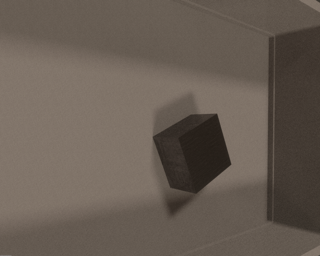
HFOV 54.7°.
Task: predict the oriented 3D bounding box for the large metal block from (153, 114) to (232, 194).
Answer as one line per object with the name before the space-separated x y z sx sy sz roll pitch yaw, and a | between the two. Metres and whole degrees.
large metal block | 0.047 0.032 0.432 0.081 0.050 0.080 -30 109 -36
